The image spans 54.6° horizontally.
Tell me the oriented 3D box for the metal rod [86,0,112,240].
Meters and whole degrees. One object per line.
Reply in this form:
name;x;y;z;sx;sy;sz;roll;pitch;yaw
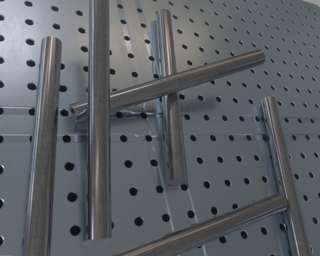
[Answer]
metal rod;-0.069;-0.033;0.352;0.025;0.025;0.299;5;71;-26

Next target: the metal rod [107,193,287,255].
metal rod;0.040;0.123;0.354;0.302;0.025;0.025;-9;66;-32

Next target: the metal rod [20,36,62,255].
metal rod;-0.123;0.022;0.328;0.025;0.025;0.299;7;59;-25

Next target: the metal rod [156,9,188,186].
metal rod;0.014;-0.063;0.453;0.025;0.025;0.299;10;57;-23

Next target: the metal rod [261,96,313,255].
metal rod;0.186;0.080;0.458;0.025;0.025;0.300;14;56;-21

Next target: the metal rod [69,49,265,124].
metal rod;0.027;-0.064;0.426;0.302;0.025;0.025;-20;72;-24
